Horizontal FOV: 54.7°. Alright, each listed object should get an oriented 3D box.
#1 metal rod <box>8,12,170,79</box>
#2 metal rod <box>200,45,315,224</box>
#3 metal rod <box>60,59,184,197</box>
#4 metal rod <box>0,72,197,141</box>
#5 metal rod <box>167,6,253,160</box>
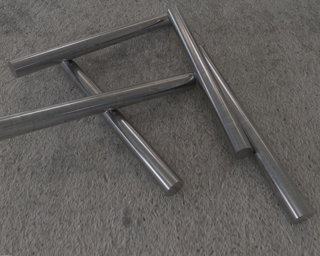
[{"bbox_3d":[-0.088,-0.143,0.499,0.302,0.025,0.025,-30,56,-31],"label":"metal rod"},{"bbox_3d":[0.106,-0.015,0.416,0.025,0.025,0.300,-13,51,-11],"label":"metal rod"},{"bbox_3d":[-0.071,-0.025,0.423,0.025,0.025,0.300,-29,56,-22],"label":"metal rod"},{"bbox_3d":[-0.077,-0.030,0.389,0.302,0.025,0.025,-18,52,-30],"label":"metal rod"},{"bbox_3d":[0.061,-0.085,0.453,0.025,0.025,0.299,-11,54,-9],"label":"metal rod"}]
